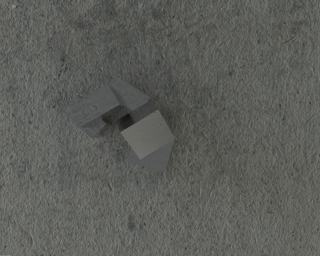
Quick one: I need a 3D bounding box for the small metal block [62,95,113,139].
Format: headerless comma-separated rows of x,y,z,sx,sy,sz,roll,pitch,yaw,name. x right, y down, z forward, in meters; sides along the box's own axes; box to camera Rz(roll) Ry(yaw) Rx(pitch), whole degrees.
-0.091,-0.014,0.398,0.025,0.050,0.050,-45,91,0,small metal block

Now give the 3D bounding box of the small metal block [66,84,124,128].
-0.070,-0.023,0.348,0.050,0.050,0.025,-29,90,0,small metal block

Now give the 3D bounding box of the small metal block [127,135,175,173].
-0.011,0.027,0.411,0.050,0.025,0.050,16,90,-1,small metal block

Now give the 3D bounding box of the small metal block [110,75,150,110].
-0.040,-0.040,0.398,0.050,0.050,0.025,32,90,-1,small metal block

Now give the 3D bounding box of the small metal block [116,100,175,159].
-0.017,0.002,0.374,0.050,0.025,0.050,-31,128,0,small metal block
